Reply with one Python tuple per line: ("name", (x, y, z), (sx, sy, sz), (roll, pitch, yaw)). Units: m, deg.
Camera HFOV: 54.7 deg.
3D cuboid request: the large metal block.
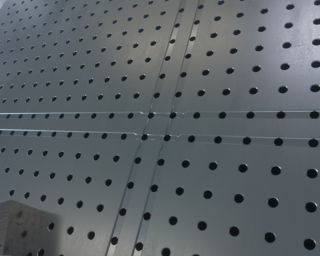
("large metal block", (-0.215, 0.151, 0.413), (0.080, 0.050, 0.080), (-20, 54, 16))
